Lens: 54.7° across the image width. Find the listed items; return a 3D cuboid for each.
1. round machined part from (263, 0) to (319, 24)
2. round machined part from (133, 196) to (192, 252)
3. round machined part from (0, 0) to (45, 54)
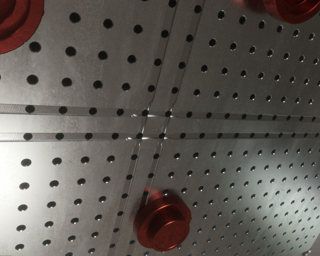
[{"bbox_3d":[0.164,-0.182,0.380,0.099,0.042,0.097,-14,125,-21],"label":"round machined part"},{"bbox_3d":[0.009,0.163,0.508,0.099,0.042,0.097,-14,125,-21],"label":"round machined part"},{"bbox_3d":[-0.148,-0.112,0.250,0.099,0.042,0.097,-14,125,-21],"label":"round machined part"}]
